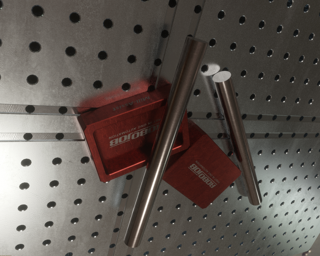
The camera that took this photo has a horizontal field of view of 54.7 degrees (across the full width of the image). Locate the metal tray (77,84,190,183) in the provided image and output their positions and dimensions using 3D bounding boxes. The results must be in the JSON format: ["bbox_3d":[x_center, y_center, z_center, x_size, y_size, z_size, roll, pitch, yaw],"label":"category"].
[{"bbox_3d":[-0.028,0.006,0.397,0.131,0.030,0.089,-21,127,-16],"label":"metal tray"}]

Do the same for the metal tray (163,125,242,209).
[{"bbox_3d":[0.062,0.065,0.485,0.090,0.030,0.130,-45,130,3],"label":"metal tray"}]

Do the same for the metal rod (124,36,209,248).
[{"bbox_3d":[0.000,0.035,0.394,0.025,0.025,0.298,3,117,-30],"label":"metal rod"}]

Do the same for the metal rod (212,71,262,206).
[{"bbox_3d":[0.134,0.036,0.509,0.025,0.025,0.299,-32,129,-8],"label":"metal rod"}]
